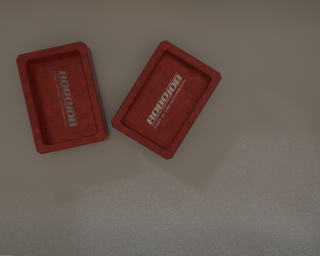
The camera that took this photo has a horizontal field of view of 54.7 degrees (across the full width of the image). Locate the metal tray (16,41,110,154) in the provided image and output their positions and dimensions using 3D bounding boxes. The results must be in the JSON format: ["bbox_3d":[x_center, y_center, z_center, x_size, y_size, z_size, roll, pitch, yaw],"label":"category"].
[{"bbox_3d":[-0.126,-0.038,0.407,0.091,0.030,0.129,-13,90,0],"label":"metal tray"}]

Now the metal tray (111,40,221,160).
[{"bbox_3d":[0.008,-0.036,0.408,0.090,0.030,0.130,32,90,0],"label":"metal tray"}]
